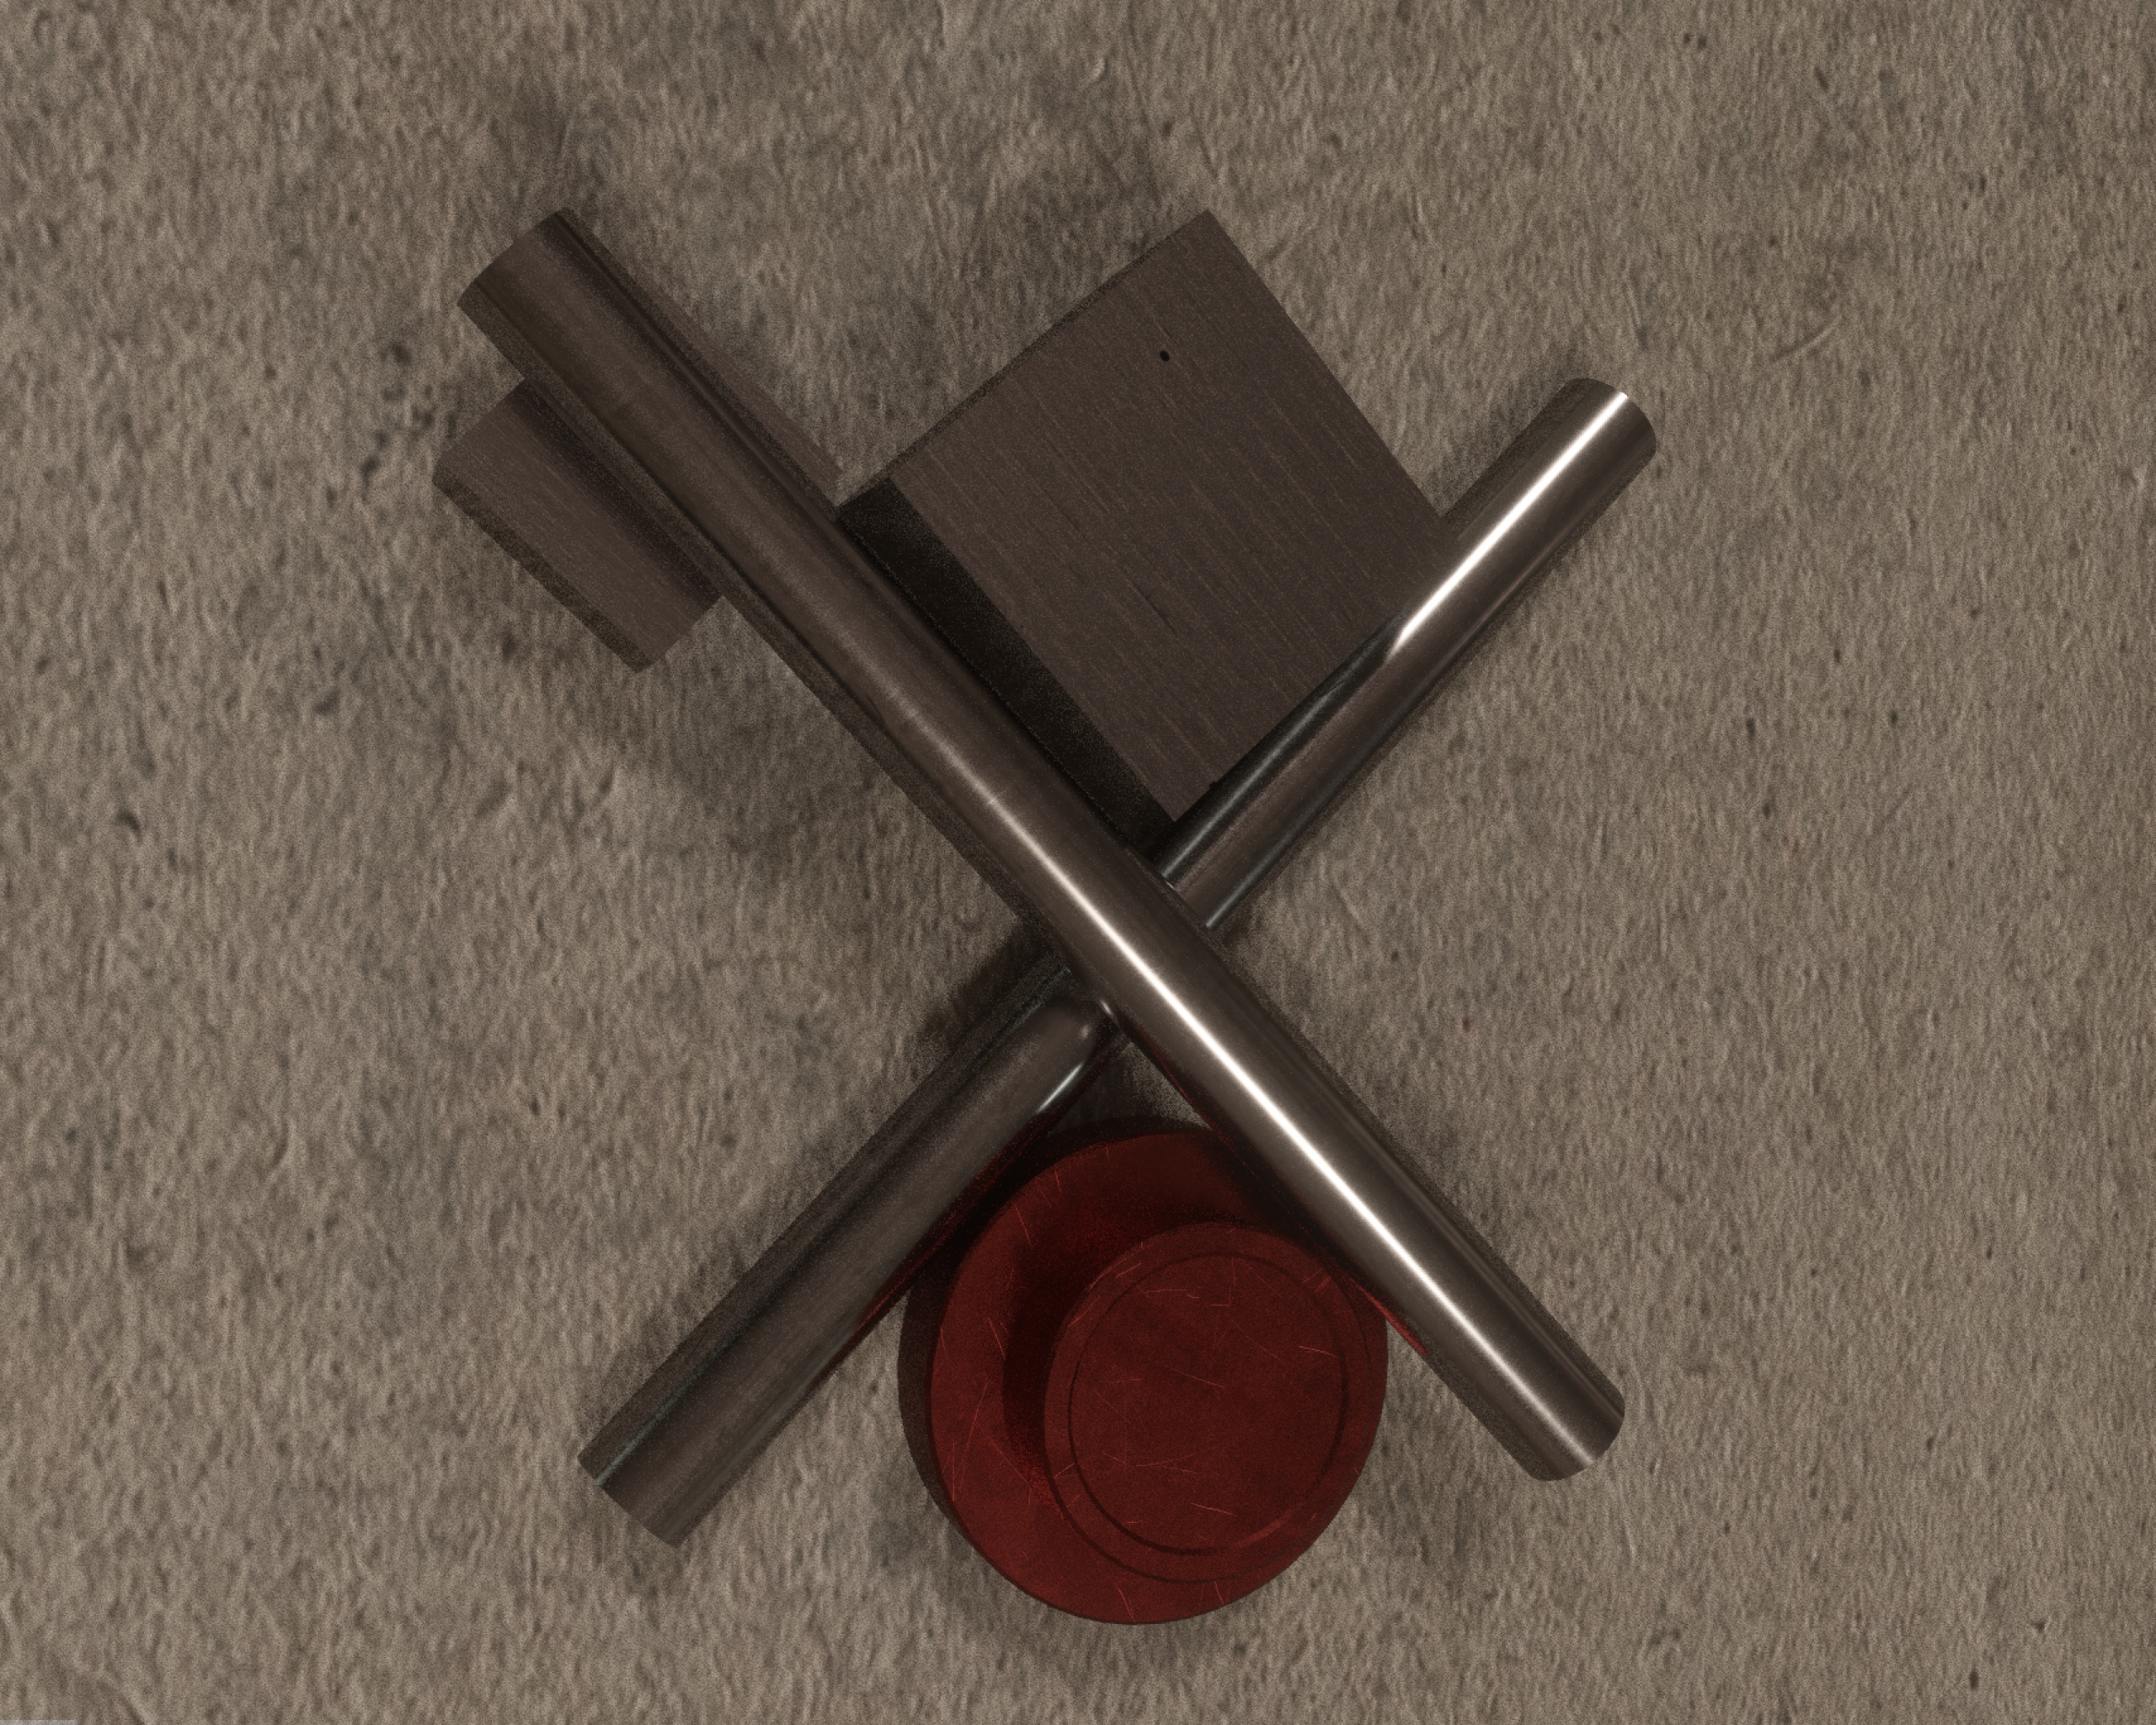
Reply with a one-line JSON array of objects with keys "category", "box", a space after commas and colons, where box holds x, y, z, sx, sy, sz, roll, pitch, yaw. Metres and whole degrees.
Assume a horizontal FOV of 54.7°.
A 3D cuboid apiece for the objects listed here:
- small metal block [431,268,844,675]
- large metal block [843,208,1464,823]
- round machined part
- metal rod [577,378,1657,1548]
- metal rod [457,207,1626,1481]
[{"category": "small metal block", "box": [-0.081, -0.071, 0.382, 0.050, 0.025, 0.050, 45, 76, -15]}, {"category": "large metal block", "box": [0.012, -0.064, 0.403, 0.080, 0.050, 0.080, -44, 104, -15]}, {"category": "round machined part", "box": [0.018, 0.101, 0.409, 0.099, 0.042, 0.097, 0, 90, -21]}, {"category": "metal rod", "box": [0.017, 0.010, 0.419, 0.025, 0.025, 0.301, 47, 75, -15]}, {"category": "metal rod", "box": [0.003, 0.007, 0.385, 0.025, 0.025, 0.300, -46, 105, -14]}]
